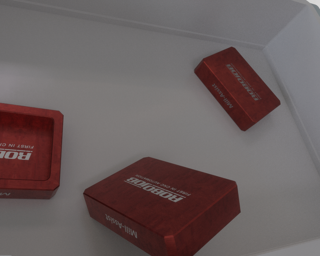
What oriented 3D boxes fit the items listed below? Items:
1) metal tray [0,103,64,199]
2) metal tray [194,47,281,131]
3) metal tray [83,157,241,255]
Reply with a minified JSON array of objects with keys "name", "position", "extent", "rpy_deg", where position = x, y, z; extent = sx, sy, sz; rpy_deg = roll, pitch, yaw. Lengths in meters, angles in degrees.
[{"name":"metal tray","position":[-0.165,0.020,0.300],"extent":[0.131,0.030,0.090],"rpy_deg":[8,58,-24]},{"name":"metal tray","position":[0.129,-0.068,0.513],"extent":[0.091,0.030,0.130],"rpy_deg":[-30,78,-38]},{"name":"metal tray","position":[-0.002,0.070,0.300],"extent":[0.091,0.130,0.030],"rpy_deg":[-26,114,-37]}]
